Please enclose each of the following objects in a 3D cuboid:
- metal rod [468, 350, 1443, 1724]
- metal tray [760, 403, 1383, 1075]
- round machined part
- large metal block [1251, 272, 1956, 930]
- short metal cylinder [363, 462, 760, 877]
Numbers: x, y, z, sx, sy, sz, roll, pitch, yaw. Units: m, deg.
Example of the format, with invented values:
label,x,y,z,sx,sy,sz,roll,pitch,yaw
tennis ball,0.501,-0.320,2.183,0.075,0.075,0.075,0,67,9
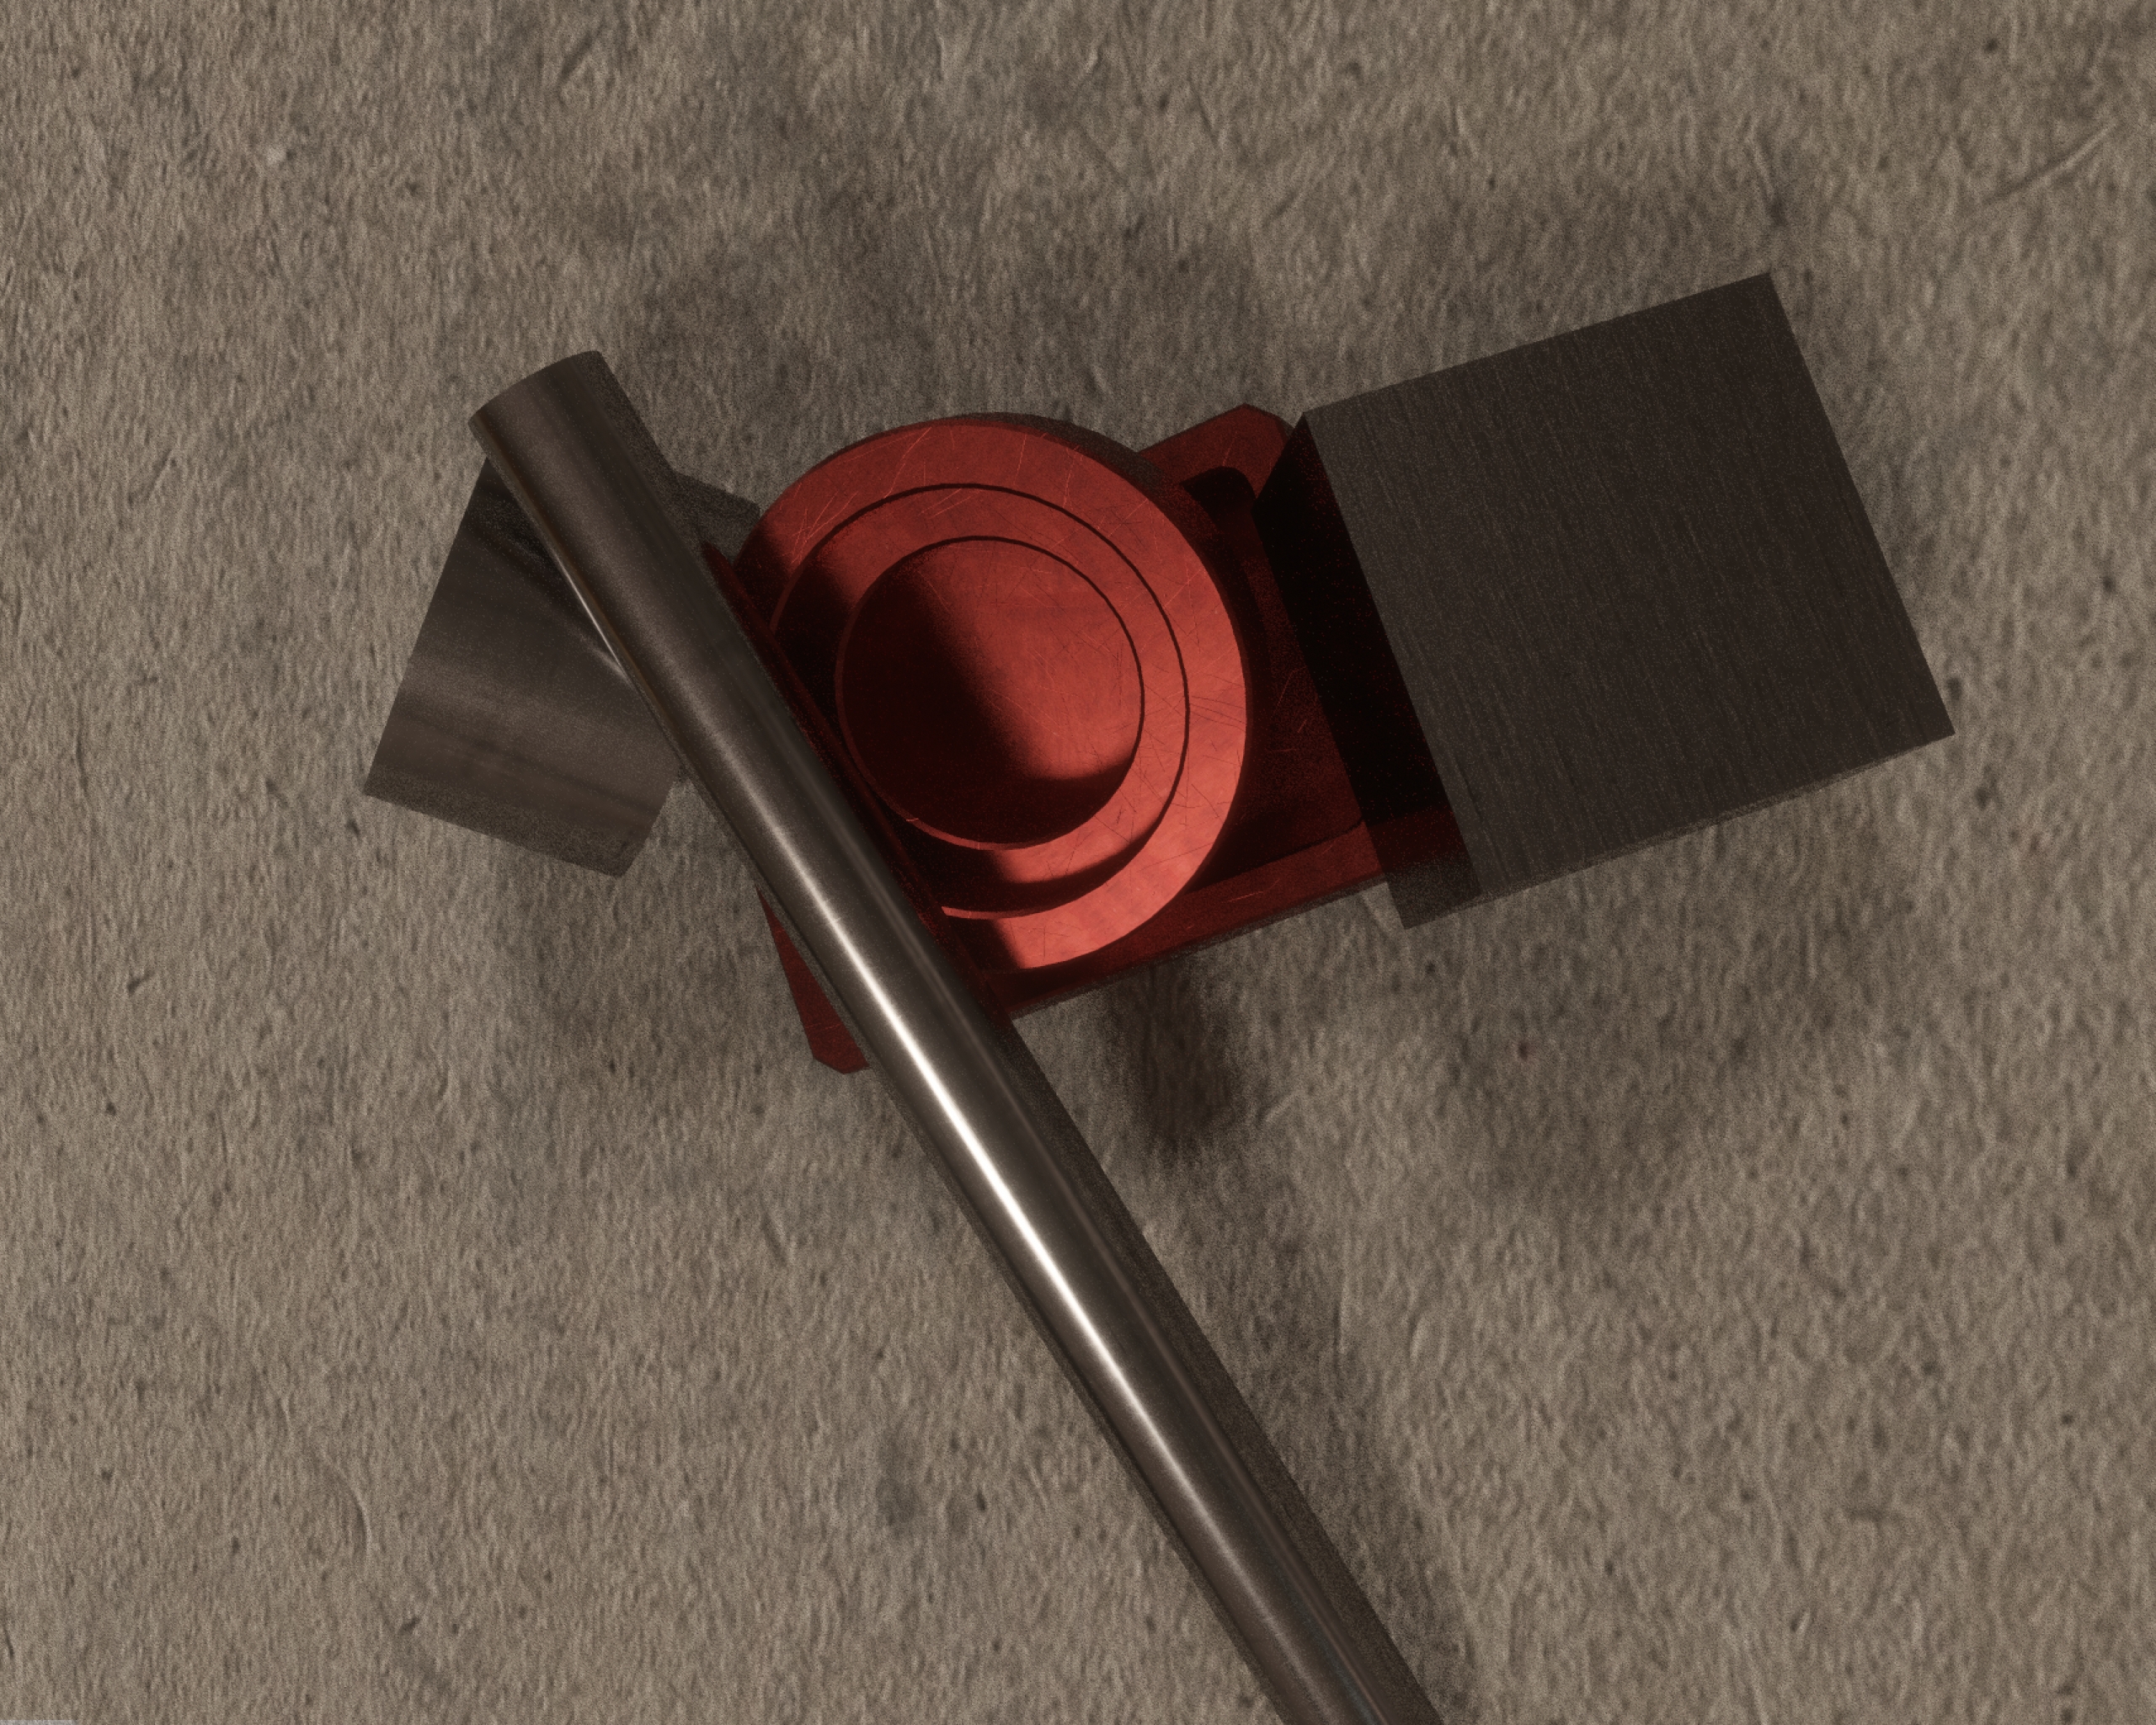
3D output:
label,x,y,z,sx,sy,sz,roll,pitch,yaw
metal rod,-0.014,0.048,0.368,0.025,0.025,0.299,-29,98,17
metal tray,-0.003,-0.021,0.408,0.130,0.030,0.090,-22,83,18
round machined part,-0.013,-0.032,0.379,0.098,0.042,0.097,4,106,14
large metal block,0.084,-0.041,0.349,0.081,0.050,0.080,-18,83,-8
short metal cylinder,-0.101,-0.042,0.408,0.050,0.080,0.080,20,98,-18
